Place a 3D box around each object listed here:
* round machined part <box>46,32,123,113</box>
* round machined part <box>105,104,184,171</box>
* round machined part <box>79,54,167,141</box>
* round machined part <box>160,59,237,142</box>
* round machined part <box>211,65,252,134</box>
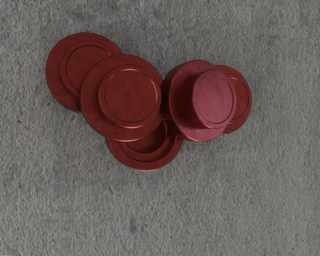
[{"bbox_3d":[-0.084,-0.066,0.370,0.099,0.042,0.097,0,90,-21],"label":"round machined part"},{"bbox_3d":[-0.022,0.003,0.394,0.099,0.042,0.097,0,90,-21],"label":"round machined part"},{"bbox_3d":[-0.037,-0.034,0.343,0.099,0.042,0.097,0,90,-21],"label":"round machined part"},{"bbox_3d":[0.052,-0.032,0.366,0.099,0.042,0.097,1,88,-33],"label":"round machined part"},{"bbox_3d":[0.088,-0.040,0.435,0.099,0.042,0.097,0,90,-21],"label":"round machined part"}]
